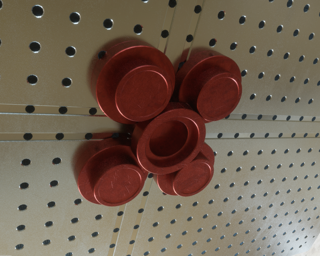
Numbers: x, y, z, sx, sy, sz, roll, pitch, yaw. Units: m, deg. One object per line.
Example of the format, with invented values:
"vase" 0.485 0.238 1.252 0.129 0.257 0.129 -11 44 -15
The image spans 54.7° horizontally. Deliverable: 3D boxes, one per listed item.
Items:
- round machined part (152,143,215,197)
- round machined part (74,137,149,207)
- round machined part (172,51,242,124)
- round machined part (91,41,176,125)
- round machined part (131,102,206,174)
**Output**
"round machined part" 0.041 0.063 0.463 0.099 0.042 0.097 -14 125 -21
"round machined part" -0.059 0.065 0.410 0.099 0.042 0.097 -14 125 -21
"round machined part" 0.068 -0.048 0.409 0.099 0.042 0.097 -14 125 -21
"round machined part" -0.025 -0.046 0.358 0.099 0.042 0.097 -14 125 -21
"round machined part" 0.008 0.009 0.410 0.099 0.042 0.097 -14 125 -21
